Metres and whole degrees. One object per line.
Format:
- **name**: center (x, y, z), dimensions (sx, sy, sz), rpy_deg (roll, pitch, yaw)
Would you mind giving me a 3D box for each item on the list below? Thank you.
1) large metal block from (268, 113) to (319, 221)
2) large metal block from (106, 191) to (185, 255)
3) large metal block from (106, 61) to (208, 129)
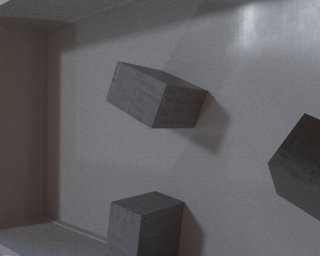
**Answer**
- **large metal block**: center (0.140, 0.044, 0.246), dimensions (0.080, 0.080, 0.050), rpy_deg (33, 80, 36)
- **large metal block**: center (-0.018, 0.131, 0.386), dimensions (0.050, 0.081, 0.079), rpy_deg (11, 97, 39)
- **large metal block**: center (-0.003, -0.039, 0.374), dimensions (0.080, 0.081, 0.050), rpy_deg (31, 109, 36)
